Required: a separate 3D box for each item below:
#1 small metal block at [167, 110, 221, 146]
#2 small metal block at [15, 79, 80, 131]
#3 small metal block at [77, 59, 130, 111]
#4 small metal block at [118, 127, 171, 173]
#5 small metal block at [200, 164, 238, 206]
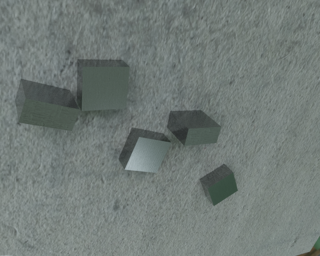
[{"bbox_3d":[0.045,-0.001,0.416,0.050,0.050,0.025,-3,120,-27],"label":"small metal block"},{"bbox_3d":[-0.115,-0.024,0.314,0.050,0.050,0.025,11,113,-34],"label":"small metal block"},{"bbox_3d":[-0.064,-0.048,0.343,0.050,0.025,0.050,-6,121,-26],"label":"small metal block"},{"bbox_3d":[-0.021,0.031,0.416,0.050,0.025,0.050,12,112,-34],"label":"small metal block"},{"bbox_3d":[0.100,0.096,0.524,0.050,0.025,0.050,-30,129,-9],"label":"small metal block"}]
